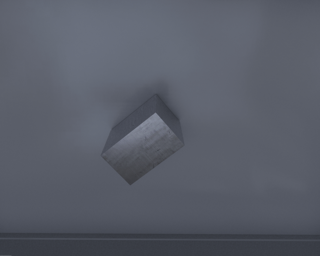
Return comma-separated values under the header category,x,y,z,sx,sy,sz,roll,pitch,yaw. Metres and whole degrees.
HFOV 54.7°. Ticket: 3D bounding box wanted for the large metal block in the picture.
category,x,y,z,sx,sy,sz,roll,pitch,yaw
large metal block,-0.020,0.011,0.383,0.080,0.080,0.050,-38,106,12
